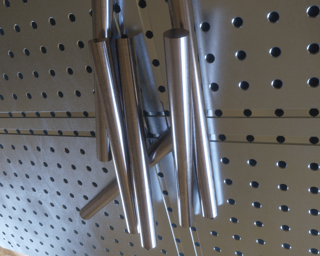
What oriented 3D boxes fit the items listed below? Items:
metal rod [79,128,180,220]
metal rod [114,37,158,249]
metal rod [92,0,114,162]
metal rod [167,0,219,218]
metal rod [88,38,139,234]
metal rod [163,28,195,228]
[{"bbox_3d":[-0.056,0.082,0.491,0.025,0.025,0.299,44,129,-3],"label":"metal rod"},{"bbox_3d":[-0.029,0.033,0.418,0.025,0.025,0.298,4,111,26],"label":"metal rod"},{"bbox_3d":[-0.073,-0.078,0.402,0.025,0.025,0.298,18,126,17],"label":"metal rod"},{"bbox_3d":[0.045,-0.009,0.381,0.025,0.025,0.298,3,120,27],"label":"metal rod"},{"bbox_3d":[-0.055,0.030,0.426,0.025,0.025,0.298,7,121,24],"label":"metal rod"},{"bbox_3d":[0.028,0.027,0.385,0.025,0.025,0.298,12,132,22],"label":"metal rod"}]
